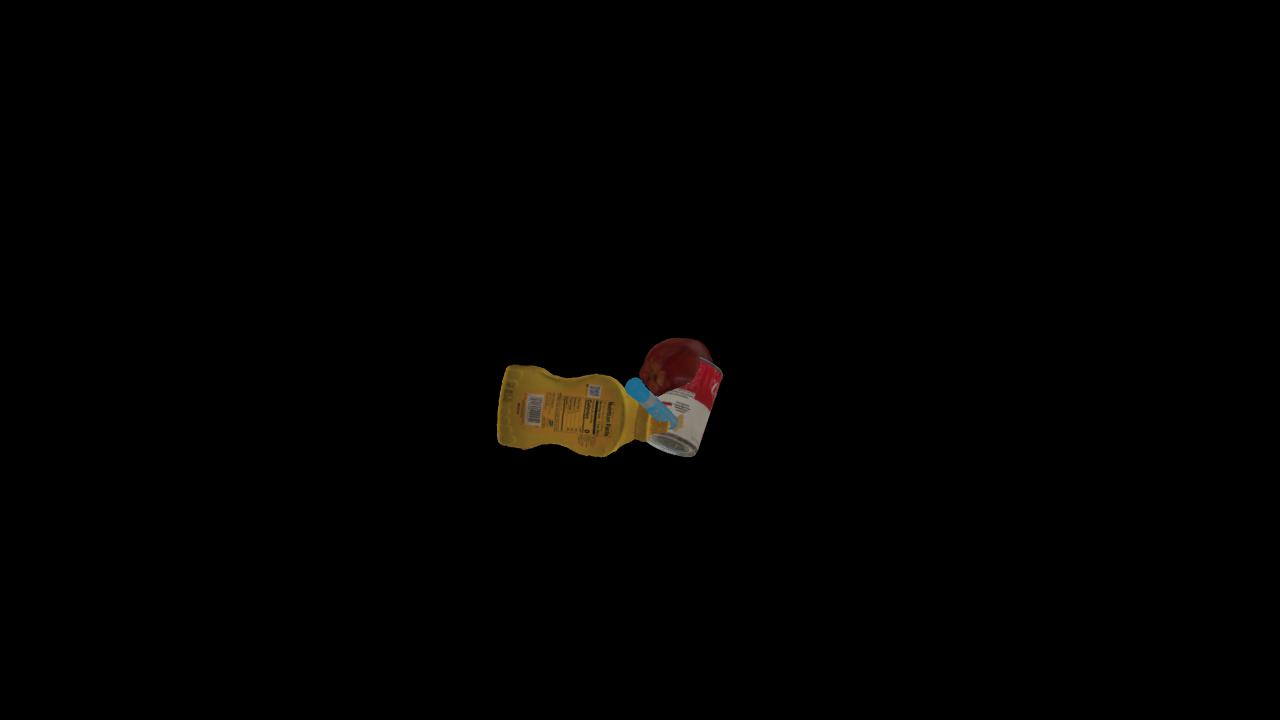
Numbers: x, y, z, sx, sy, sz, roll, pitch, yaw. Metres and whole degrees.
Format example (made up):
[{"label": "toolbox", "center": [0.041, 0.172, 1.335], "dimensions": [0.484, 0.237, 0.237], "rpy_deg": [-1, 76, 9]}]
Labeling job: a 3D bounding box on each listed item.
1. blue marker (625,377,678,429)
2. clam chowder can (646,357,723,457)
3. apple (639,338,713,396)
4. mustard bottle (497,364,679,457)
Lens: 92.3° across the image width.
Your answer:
[{"label": "blue marker", "center": [0.017, 0.051, 0.641], "dimensions": [0.020, 0.020, 0.121], "rpy_deg": [0, -28, 29]}, {"label": "clam chowder can", "center": [0.049, 0.053, 0.711], "dimensions": [0.068, 0.102, 0.068], "rpy_deg": [19, -23, 8]}, {"label": "apple", "center": [0.045, 0.011, 0.724], "dimensions": [0.079, 0.079, 0.093], "rpy_deg": [0, 6, 39]}, {"label": "mustard bottle", "center": [-0.058, 0.059, 0.665], "dimensions": [0.184, 0.092, 0.054], "rpy_deg": [6, -6, 5]}]
